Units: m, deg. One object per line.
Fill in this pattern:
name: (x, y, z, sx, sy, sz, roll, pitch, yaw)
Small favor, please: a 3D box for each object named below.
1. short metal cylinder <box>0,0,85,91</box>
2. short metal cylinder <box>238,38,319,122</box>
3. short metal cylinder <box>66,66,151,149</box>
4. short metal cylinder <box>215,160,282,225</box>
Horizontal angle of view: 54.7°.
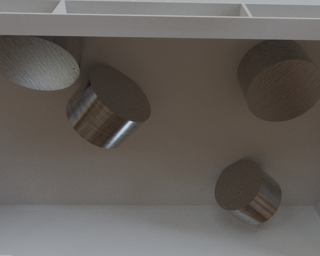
short metal cylinder: (-0.118, -0.080, 0.306, 0.081, 0.050, 0.080, -1, 152, 0)
short metal cylinder: (0.133, -0.053, 0.349, 0.081, 0.050, 0.079, 0, 130, 0)
short metal cylinder: (-0.058, -0.023, 0.352, 0.080, 0.080, 0.050, 32, 123, -25)
short metal cylinder: (0.128, 0.094, 0.455, 0.080, 0.080, 0.050, -37, 121, 26)
